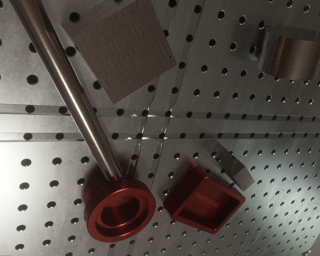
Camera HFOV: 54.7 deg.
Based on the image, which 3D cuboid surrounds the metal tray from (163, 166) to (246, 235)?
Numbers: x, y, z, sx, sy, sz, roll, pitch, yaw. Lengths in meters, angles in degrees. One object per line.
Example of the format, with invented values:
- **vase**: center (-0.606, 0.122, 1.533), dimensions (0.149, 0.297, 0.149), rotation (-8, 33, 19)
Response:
- **metal tray**: center (0.080, 0.128, 0.533), dimensions (0.130, 0.030, 0.090), rotation (33, 100, -39)

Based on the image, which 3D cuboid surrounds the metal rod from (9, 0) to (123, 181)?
- **metal rod**: center (-0.099, -0.050, 0.326), dimensions (0.025, 0.025, 0.299), rotation (-27, 128, -12)

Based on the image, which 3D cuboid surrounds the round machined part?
- **round machined part**: center (-0.059, 0.110, 0.437), dimensions (0.099, 0.042, 0.097), rotation (-14, 125, -21)

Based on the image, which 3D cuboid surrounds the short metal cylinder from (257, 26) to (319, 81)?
- **short metal cylinder**: center (0.175, -0.101, 0.411), dimensions (0.081, 0.080, 0.050), rotation (-10, 123, -24)

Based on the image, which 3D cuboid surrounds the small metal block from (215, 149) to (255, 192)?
- **small metal block**: center (0.123, 0.069, 0.508), dimensions (0.025, 0.050, 0.050), rotation (-41, 130, -1)

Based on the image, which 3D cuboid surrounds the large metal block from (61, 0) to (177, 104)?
- **large metal block**: center (-0.040, -0.085, 0.321), dimensions (0.080, 0.050, 0.080), rotation (-34, 129, -7)
